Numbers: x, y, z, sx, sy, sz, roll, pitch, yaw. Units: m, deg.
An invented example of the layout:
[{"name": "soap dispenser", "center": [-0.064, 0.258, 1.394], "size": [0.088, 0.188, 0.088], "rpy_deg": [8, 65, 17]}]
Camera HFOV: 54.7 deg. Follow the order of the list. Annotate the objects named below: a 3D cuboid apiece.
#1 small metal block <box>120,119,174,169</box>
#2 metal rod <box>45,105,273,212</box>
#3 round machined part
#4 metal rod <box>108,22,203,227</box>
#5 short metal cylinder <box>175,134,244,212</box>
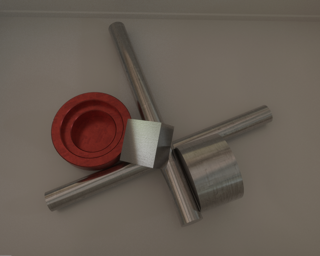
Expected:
[{"name": "small metal block", "center": [-0.015, 0.018, 0.358], "size": [0.050, 0.025, 0.050], "rpy_deg": [8, 85, 37]}, {"name": "metal rod", "center": [0.005, 0.035, 0.395], "size": [0.302, 0.025, 0.025], "rpy_deg": [-21, 72, -8]}, {"name": "round machined part", "center": [-0.083, 0.007, 0.396], "size": [0.099, 0.042, 0.098], "rpy_deg": [0, 70, -1]}, {"name": "metal rod", "center": [-0.015, -0.024, 0.398], "size": [0.025, 0.025, 0.299], "rpy_deg": [-18, 64, -7]}, {"name": "short metal cylinder", "center": [0.055, 0.052, 0.361], "size": [0.050, 0.080, 0.080], "rpy_deg": [-19, 71, -7]}]
